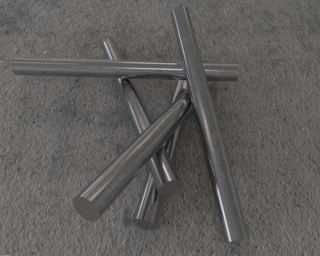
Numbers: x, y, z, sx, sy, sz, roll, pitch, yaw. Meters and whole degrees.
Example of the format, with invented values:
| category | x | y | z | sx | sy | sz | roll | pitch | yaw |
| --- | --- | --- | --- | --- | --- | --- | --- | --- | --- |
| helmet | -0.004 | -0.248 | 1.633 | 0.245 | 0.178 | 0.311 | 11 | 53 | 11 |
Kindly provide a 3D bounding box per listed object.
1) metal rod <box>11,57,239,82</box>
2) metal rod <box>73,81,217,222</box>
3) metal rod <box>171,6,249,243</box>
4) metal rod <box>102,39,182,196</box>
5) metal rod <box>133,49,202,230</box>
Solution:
| category | x | y | z | sx | sy | sz | roll | pitch | yaw |
| --- | --- | --- | --- | --- | --- | --- | --- | --- | --- |
| metal rod | -0.047 | -0.080 | 0.421 | 0.302 | 0.025 | 0.025 | 2 | 50 | 1 |
| metal rod | 0.010 | -0.007 | 0.354 | 0.025 | 0.025 | 0.301 | 22 | 37 | 17 |
| metal rod | 0.052 | -0.023 | 0.368 | 0.025 | 0.025 | 0.299 | -8 | 67 | -7 |
| metal rod | -0.037 | -0.038 | 0.415 | 0.025 | 0.025 | 0.300 | -14 | 46 | -12 |
| metal rod | 0.020 | -0.012 | 0.413 | 0.025 | 0.025 | 0.300 | 11 | 51 | 9 |
